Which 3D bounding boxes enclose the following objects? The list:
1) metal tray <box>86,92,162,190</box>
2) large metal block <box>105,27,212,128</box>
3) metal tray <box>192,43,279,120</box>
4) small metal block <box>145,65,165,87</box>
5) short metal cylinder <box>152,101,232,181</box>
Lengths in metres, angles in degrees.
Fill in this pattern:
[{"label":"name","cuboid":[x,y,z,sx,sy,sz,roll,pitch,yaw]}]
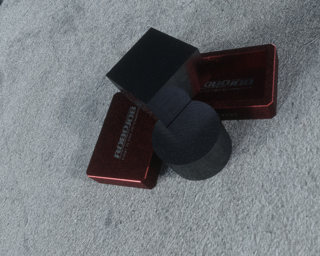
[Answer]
[{"label":"metal tray","cuboid":[-0.036,0.012,0.415,0.090,0.030,0.130,1,62,28]},{"label":"large metal block","cuboid":[-0.002,-0.061,0.361,0.080,0.050,0.080,-48,51,-6]},{"label":"metal tray","cuboid":[0.079,-0.055,0.394,0.130,0.030,0.090,-1,61,27]},{"label":"small metal block","cuboid":[-0.006,-0.061,0.430,0.050,0.050,0.025,1,62,28]},{"label":"short metal cylinder","cuboid":[0.038,0.015,0.360,0.080,0.050,0.080,-13,56,21]}]
